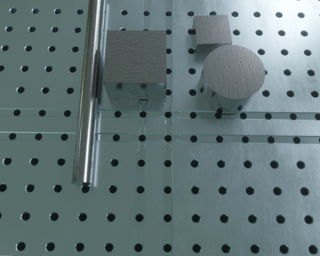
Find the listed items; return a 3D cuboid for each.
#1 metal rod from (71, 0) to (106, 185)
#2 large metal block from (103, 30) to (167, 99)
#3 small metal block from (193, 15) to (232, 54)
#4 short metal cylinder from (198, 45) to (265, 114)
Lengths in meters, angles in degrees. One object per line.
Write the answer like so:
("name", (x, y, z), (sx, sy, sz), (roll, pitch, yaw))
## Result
("metal rod", (-0.097, -0.071, 0.436), (0.025, 0.025, 0.299), (0, 70, 0))
("large metal block", (-0.032, -0.087, 0.430), (0.081, 0.050, 0.080), (0, 70, -1))
("small metal block", (0.077, -0.140, 0.464), (0.050, 0.025, 0.050), (-3, 70, -2))
("short metal cylinder", (0.096, -0.065, 0.424), (0.081, 0.050, 0.080), (0, 70, 0))
